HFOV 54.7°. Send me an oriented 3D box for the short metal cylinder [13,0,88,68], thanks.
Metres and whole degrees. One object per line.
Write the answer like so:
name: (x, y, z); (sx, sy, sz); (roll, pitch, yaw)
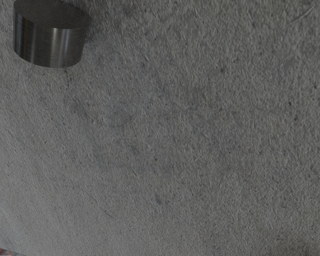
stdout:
short metal cylinder: (-0.131, -0.115, 0.369); (0.080, 0.080, 0.050); (30, 128, 9)
